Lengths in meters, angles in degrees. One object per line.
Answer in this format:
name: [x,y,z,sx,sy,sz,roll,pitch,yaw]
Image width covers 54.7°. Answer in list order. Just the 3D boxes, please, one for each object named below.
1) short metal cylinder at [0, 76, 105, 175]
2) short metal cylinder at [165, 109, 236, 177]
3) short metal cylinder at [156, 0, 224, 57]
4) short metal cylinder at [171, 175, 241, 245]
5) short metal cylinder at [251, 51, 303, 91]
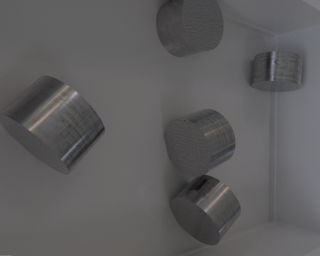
short metal cylinder: [-0.099,-0.002,0.288,0.050,0.080,0.080,-53,121,-27]
short metal cylinder: [0.053,0.019,0.415,0.050,0.080,0.080,-21,104,-38]
short metal cylinder: [0.042,-0.142,0.425,0.081,0.050,0.080,0,90,-40]
short metal cylinder: [0.062,0.111,0.422,0.050,0.080,0.080,-38,113,-33]
short metal cylinder: [0.204,-0.097,0.541,0.081,0.080,0.050,10,84,-40]
